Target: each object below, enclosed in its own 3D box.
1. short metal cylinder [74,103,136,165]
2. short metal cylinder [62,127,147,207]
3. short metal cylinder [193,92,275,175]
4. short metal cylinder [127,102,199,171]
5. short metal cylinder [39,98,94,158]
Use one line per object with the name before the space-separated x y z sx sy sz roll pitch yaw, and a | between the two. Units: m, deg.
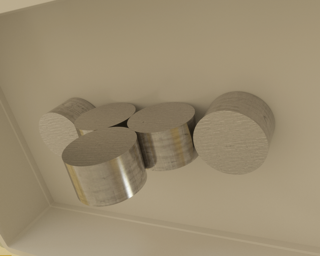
short metal cylinder | -0.066 0.006 0.409 0.080 0.080 0.050 2 119 27
short metal cylinder | -0.059 0.039 0.338 0.080 0.080 0.050 2 119 27
short metal cylinder | 0.084 0.005 0.349 0.080 0.050 0.079 13 124 21
short metal cylinder | 0.006 0.008 0.373 0.080 0.080 0.050 2 119 27
short metal cylinder | -0.130 0.002 0.460 0.080 0.050 0.079 13 124 21
